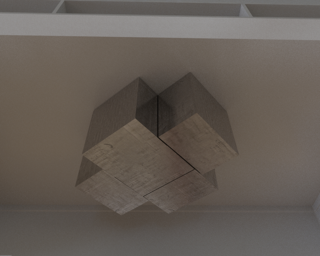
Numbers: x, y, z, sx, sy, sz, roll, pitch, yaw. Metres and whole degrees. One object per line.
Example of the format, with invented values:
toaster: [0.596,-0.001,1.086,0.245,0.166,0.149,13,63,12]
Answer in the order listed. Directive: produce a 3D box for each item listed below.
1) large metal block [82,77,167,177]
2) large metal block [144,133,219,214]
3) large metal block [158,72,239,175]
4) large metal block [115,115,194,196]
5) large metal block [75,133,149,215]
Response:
large metal block: [-0.040,-0.001,0.369,0.080,0.080,0.050,-32,123,24]
large metal block: [0.026,0.056,0.421,0.080,0.080,0.050,-32,123,24]
large metal block: [0.043,-0.006,0.368,0.050,0.080,0.080,-33,123,25]
large metal block: [-0.007,0.027,0.395,0.080,0.080,0.050,-32,123,24]
large metal block: [-0.060,0.057,0.420,0.050,0.080,0.080,-33,123,25]
